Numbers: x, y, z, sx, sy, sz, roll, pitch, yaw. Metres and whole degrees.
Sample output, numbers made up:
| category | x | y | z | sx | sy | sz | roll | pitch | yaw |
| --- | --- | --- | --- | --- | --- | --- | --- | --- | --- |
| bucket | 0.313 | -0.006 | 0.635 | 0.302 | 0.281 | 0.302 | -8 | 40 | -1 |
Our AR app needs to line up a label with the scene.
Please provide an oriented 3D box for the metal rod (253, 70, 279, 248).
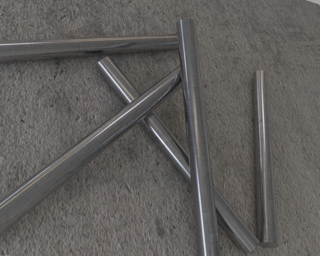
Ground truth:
| category | x | y | z | sx | sy | sz | roll | pitch | yaw |
| --- | --- | --- | --- | --- | --- | --- | --- | --- | --- |
| metal rod | 0.158 | 0.025 | 0.472 | 0.025 | 0.025 | 0.300 | 22 | 54 | -15 |

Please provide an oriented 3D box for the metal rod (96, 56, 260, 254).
| category | x | y | z | sx | sy | sz | roll | pitch | yaw |
| --- | --- | --- | --- | --- | --- | --- | --- | --- | --- |
| metal rod | 0.017 | 0.028 | 0.395 | 0.025 | 0.025 | 0.300 | -33 | 80 | -38 |

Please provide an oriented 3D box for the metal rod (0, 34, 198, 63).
| category | x | y | z | sx | sy | sz | roll | pitch | yaw |
| --- | --- | --- | --- | --- | --- | --- | --- | --- | --- |
| metal rod | -0.067 | -0.117 | 0.438 | 0.303 | 0.025 | 0.025 | -14 | 69 | -34 |

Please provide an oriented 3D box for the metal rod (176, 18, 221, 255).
| category | x | y | z | sx | sy | sz | roll | pitch | yaw |
| --- | --- | --- | --- | --- | --- | --- | --- | --- | --- |
| metal rod | 0.045 | 0.007 | 0.375 | 0.025 | 0.025 | 0.299 | 2 | 75 | -27 |

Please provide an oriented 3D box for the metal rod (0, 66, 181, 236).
| category | x | y | z | sx | sy | sz | roll | pitch | yaw |
| --- | --- | --- | --- | --- | --- | --- | --- | --- | --- |
| metal rod | -0.060 | 0.008 | 0.344 | 0.025 | 0.025 | 0.302 | 46 | 58 | 4 |
